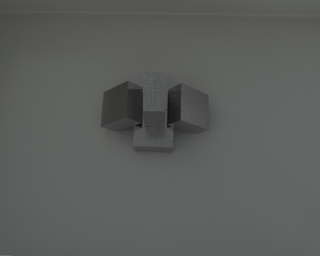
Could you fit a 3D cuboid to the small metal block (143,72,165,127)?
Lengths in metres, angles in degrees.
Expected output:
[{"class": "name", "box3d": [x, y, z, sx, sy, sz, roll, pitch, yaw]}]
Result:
[{"class": "small metal block", "box3d": [-0.007, -0.034, 0.379, 0.025, 0.050, 0.050, 1, 70, 0]}]

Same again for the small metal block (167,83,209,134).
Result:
[{"class": "small metal block", "box3d": [0.037, -0.024, 0.404, 0.050, 0.025, 0.050, 17, 66, -36]}]

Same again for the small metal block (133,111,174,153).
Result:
[{"class": "small metal block", "box3d": [-0.008, 0.004, 0.406, 0.050, 0.025, 0.050, 2, 70, 1]}]

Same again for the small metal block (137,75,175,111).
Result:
[{"class": "small metal block", "box3d": [-0.007, -0.044, 0.423, 0.050, 0.025, 0.050, 3, 70, 0]}]

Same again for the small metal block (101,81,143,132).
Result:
[{"class": "small metal block", "box3d": [-0.050, -0.027, 0.403, 0.050, 0.025, 0.050, -17, 64, 40]}]
